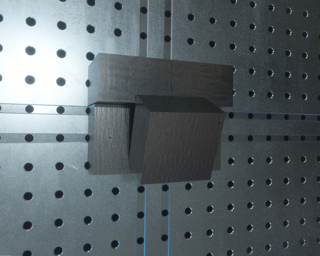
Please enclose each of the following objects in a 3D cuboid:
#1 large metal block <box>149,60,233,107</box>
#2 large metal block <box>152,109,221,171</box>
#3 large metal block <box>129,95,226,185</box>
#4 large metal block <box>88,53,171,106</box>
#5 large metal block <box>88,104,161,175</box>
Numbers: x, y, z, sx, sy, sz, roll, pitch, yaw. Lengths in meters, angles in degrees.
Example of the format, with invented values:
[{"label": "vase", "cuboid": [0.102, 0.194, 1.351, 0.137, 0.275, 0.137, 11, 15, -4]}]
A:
[{"label": "large metal block", "cuboid": [0.037, -0.051, 0.397, 0.081, 0.080, 0.050, 1, 90, -20]}, {"label": "large metal block", "cuboid": [0.032, 0.014, 0.410, 0.081, 0.050, 0.079, 1, 90, -21]}, {"label": "large metal block", "cuboid": [0.015, 0.011, 0.335, 0.081, 0.050, 0.079, 0, 114, -21]}, {"label": "large metal block", "cuboid": [-0.039, -0.052, 0.368, 0.081, 0.080, 0.050, 1, 90, -20]}, {"label": "large metal block", "cuboid": [-0.044, 0.013, 0.382, 0.081, 0.050, 0.079, 1, 90, -21]}]
